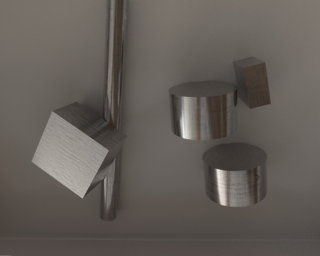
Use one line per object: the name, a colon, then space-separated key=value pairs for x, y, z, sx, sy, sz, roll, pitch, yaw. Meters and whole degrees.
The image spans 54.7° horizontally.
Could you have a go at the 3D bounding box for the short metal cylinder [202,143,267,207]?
short metal cylinder: x=0.098 y=0.059 z=0.405 sx=0.080 sy=0.080 sz=0.050 roll=-7 pitch=110 yaw=2

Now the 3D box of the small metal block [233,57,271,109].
small metal block: x=0.112 y=-0.057 z=0.379 sx=0.025 sy=0.050 sz=0.050 roll=-14 pitch=110 yaw=5

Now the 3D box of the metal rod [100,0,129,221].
metal rod: x=-0.062 y=-0.009 z=0.406 sx=0.025 sy=0.025 sz=0.298 roll=5 pitch=110 yaw=-2

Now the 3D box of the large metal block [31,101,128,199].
large metal block: x=-0.101 y=0.026 z=0.389 sx=0.080 sy=0.050 sz=0.080 roll=34 pitch=115 yaw=6

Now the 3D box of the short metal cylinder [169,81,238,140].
short metal cylinder: x=0.052 y=-0.024 z=0.374 sx=0.081 sy=0.080 sz=0.050 roll=-4 pitch=110 yaw=1
